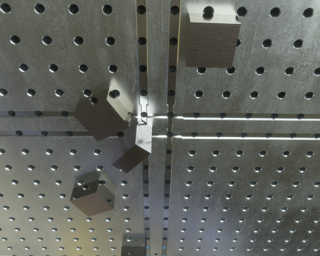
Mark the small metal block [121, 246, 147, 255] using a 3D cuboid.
[{"bbox_3d":[-0.053,0.269,0.640,0.050,0.025,0.050,1,130,-1],"label":"small metal block"}]

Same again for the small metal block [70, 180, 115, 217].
[{"bbox_3d":[-0.110,0.116,0.510,0.050,0.025,0.050,-21,127,16],"label":"small metal block"}]

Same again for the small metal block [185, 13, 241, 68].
[{"bbox_3d":[0.055,-0.093,0.333,0.050,0.025,0.050,1,130,-2],"label":"small metal block"}]

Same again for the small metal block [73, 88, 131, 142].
[{"bbox_3d":[-0.073,-0.016,0.397,0.050,0.025,0.050,-23,127,18],"label":"small metal block"}]

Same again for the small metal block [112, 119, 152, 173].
[{"bbox_3d":[-0.037,0.024,0.415,0.025,0.050,0.050,34,122,-25],"label":"small metal block"}]
